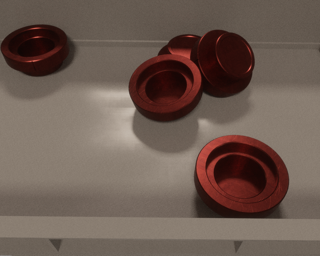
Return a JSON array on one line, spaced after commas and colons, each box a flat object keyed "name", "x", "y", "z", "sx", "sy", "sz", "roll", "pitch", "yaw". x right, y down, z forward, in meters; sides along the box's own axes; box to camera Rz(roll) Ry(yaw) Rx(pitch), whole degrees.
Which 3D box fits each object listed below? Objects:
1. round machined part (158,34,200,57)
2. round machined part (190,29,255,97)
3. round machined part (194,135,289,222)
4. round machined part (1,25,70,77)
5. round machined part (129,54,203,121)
[{"name": "round machined part", "x": 0.045, "y": -0.111, "z": 0.488, "sx": 0.099, "sy": 0.042, "sz": 0.098, "roll": 0, "pitch": 50, "yaw": 0}, {"name": "round machined part", "x": 0.096, "y": -0.097, "z": 0.445, "sx": 0.099, "sy": 0.042, "sz": 0.098, "roll": 6, "pitch": 75, "yaw": -26}, {"name": "round machined part", "x": 0.087, "y": 0.058, "z": 0.346, "sx": 0.099, "sy": 0.042, "sz": 0.098, "roll": 0, "pitch": 50, "yaw": 0}, {"name": "round machined part", "x": -0.193, "y": -0.119, "z": 0.492, "sx": 0.099, "sy": 0.042, "sz": 0.098, "roll": 0, "pitch": 50, "yaw": 0}, {"name": "round machined part", "x": 0.010, "y": -0.051, "z": 0.427, "sx": 0.098, "sy": 0.042, "sz": 0.098, "roll": -5, "pitch": 60, "yaw": 9}]
